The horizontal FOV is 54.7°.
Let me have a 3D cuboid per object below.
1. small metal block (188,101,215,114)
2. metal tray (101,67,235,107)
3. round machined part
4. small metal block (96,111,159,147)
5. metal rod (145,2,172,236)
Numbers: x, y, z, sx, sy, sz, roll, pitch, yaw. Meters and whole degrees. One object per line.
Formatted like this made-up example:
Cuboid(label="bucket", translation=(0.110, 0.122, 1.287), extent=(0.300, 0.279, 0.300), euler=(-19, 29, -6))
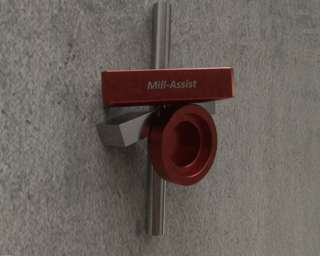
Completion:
Cuboid(label="small metal block", translation=(0.040, -0.030, 0.426), extent=(0.050, 0.050, 0.025), euler=(-2, 92, -40))
Cuboid(label="metal tray", translation=(0.003, -0.042, 0.338), extent=(0.131, 0.090, 0.030), euler=(-4, 92, -11))
Cuboid(label="round machined part", translation=(0.024, 0.019, 0.381), extent=(0.099, 0.042, 0.097), euler=(-4, 96, -42))
Cuboid(label="small metal block", translation=(-0.038, 0.000, 0.360), extent=(0.050, 0.050, 0.025), euler=(-25, 106, -38))
Cuboid(label="metal rod", translation=(-0.002, -0.013, 0.407), extent=(0.025, 0.025, 0.298), euler=(3, 88, -40))
